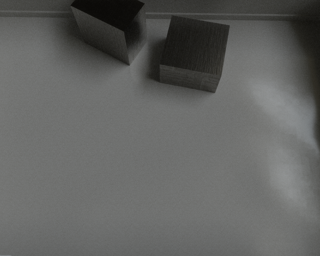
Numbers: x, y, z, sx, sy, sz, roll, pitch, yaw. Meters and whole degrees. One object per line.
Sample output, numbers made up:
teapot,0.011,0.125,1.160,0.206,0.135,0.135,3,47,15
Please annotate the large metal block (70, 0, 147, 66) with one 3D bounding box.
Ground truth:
large metal block,-0.067,-0.144,0.433,0.080,0.080,0.050,28,73,10

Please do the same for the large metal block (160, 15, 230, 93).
large metal block,0.048,-0.103,0.434,0.080,0.050,0.080,11,70,4
